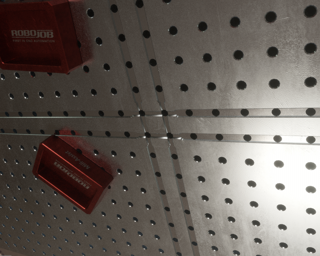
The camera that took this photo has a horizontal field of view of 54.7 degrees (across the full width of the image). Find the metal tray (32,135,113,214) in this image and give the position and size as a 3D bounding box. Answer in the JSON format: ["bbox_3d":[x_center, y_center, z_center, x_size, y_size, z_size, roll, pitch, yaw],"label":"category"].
[{"bbox_3d":[-0.154,0.082,0.537,0.130,0.030,0.089,35,129,4],"label":"metal tray"}]

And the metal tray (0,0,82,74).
[{"bbox_3d":[-0.176,-0.124,0.421,0.130,0.030,0.089,7,122,24],"label":"metal tray"}]
